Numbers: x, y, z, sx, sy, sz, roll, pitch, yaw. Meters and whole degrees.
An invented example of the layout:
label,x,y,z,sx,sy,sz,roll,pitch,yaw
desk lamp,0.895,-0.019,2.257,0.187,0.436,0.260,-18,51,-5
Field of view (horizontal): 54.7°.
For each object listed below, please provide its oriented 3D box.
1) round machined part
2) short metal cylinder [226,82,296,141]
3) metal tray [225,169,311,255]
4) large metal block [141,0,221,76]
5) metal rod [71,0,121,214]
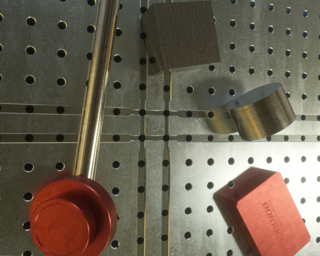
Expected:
label,x,y,z,sx,sy,sz,roll,pitch,yaw
round machined part,-0.101,0.105,0.343,0.098,0.042,0.097,1,95,12
short metal cylinder,0.142,-0.024,0.437,0.080,0.080,0.050,-32,101,-17
metal tray,0.167,0.141,0.474,0.091,0.030,0.130,-31,101,-18
large metal block,0.027,-0.118,0.410,0.081,0.050,0.079,-12,94,-20
metal rod,-0.079,-0.040,0.384,0.025,0.025,0.298,9,87,-20
